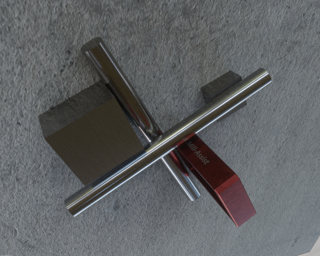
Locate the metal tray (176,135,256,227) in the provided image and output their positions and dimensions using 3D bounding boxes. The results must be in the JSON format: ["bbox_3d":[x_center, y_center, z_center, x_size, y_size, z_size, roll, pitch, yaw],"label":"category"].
[{"bbox_3d":[0.066,0.059,0.414,0.030,0.130,0.090,-36,129,-4],"label":"metal tray"}]

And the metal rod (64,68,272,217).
[{"bbox_3d":[0.015,0.014,0.394,0.301,0.025,0.025,-34,129,-6],"label":"metal rod"}]

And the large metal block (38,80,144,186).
[{"bbox_3d":[-0.076,0.005,0.353,0.080,0.050,0.080,-32,129,-8],"label":"large metal block"}]

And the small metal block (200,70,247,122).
[{"bbox_3d":[0.090,-0.044,0.432,0.050,0.025,0.050,-31,129,-9],"label":"small metal block"}]

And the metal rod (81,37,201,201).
[{"bbox_3d":[-0.008,0.011,0.413,0.025,0.025,0.299,-36,130,-4],"label":"metal rod"}]
